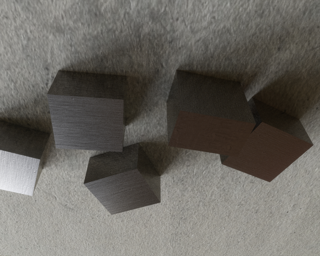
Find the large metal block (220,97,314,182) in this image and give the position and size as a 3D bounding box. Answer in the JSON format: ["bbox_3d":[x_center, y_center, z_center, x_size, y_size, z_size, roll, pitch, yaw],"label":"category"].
[{"bbox_3d":[0.134,0.018,0.408,0.080,0.050,0.080,22,127,-18],"label":"large metal block"}]

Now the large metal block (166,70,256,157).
[{"bbox_3d":[0.053,-0.018,0.357,0.081,0.080,0.050,10,129,-9],"label":"large metal block"}]

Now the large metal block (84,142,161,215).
[{"bbox_3d":[-0.052,0.076,0.455,0.080,0.050,0.080,-18,128,14],"label":"large metal block"}]

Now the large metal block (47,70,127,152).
[{"bbox_3d":[-0.083,-0.019,0.373,0.081,0.050,0.079,4,130,-4],"label":"large metal block"}]

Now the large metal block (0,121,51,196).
[{"bbox_3d":[-0.203,0.041,0.423,0.081,0.050,0.079,17,128,-14],"label":"large metal block"}]
